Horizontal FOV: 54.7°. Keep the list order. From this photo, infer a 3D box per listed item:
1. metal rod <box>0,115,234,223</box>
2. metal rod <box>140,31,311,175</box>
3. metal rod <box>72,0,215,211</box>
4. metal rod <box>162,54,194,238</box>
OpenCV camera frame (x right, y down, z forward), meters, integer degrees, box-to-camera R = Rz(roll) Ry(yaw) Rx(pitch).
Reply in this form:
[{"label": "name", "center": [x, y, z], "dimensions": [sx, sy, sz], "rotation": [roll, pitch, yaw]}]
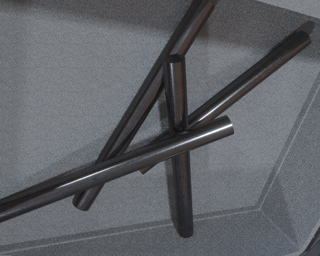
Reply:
[{"label": "metal rod", "center": [-0.058, 0.049, 0.368], "dimensions": [0.302, 0.025, 0.025], "rotation": [-21, 128, -1]}, {"label": "metal rod", "center": [0.088, -0.037, 0.435], "dimensions": [0.301, 0.025, 0.025], "rotation": [-38, 130, -3]}, {"label": "metal rod", "center": [-0.027, -0.020, 0.382], "dimensions": [0.025, 0.025, 0.299], "rotation": [23, 106, -37]}, {"label": "metal rod", "center": [0.029, 0.047, 0.421], "dimensions": [0.025, 0.025, 0.298], "rotation": [-19, 126, -18]}]
